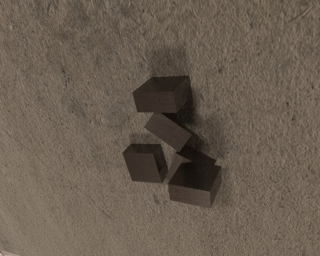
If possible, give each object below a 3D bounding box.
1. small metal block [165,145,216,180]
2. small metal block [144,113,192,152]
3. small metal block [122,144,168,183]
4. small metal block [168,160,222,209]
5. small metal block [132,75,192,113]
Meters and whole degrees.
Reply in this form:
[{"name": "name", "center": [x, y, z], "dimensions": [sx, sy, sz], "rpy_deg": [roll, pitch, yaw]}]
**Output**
[{"name": "small metal block", "center": [0.041, 0.056, 0.419], "dimensions": [0.050, 0.025, 0.050], "rpy_deg": [27, 128, 11]}, {"name": "small metal block", "center": [0.012, 0.002, 0.381], "dimensions": [0.050, 0.050, 0.025], "rpy_deg": [35, 97, 4]}, {"name": "small metal block", "center": [-0.020, 0.051, 0.447], "dimensions": [0.050, 0.025, 0.050], "rpy_deg": [-1, 118, 28]}, {"name": "small metal block", "center": [0.044, 0.067, 0.376], "dimensions": [0.050, 0.050, 0.025], "rpy_deg": [7, 121, 24]}, {"name": "small metal block", "center": [0.004, -0.040, 0.363], "dimensions": [0.050, 0.050, 0.025], "rpy_deg": [2, 119, 27]}]
